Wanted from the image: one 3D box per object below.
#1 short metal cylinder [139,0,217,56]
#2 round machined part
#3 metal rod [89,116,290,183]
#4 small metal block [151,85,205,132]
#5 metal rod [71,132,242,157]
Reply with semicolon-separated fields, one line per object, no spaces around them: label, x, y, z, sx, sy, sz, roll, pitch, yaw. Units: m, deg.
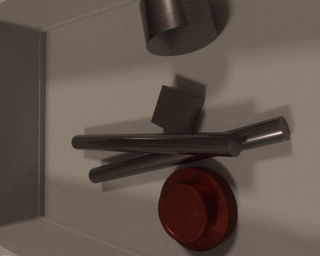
short metal cylinder;0.020;-0.121;0.353;0.080;0.081;0.050;-16;80;38
round machined part;0.036;0.096;0.364;0.098;0.042;0.097;0;90;39
metal rod;0.010;0.038;0.396;0.300;0.025;0.025;-18;79;38
small metal block;0.022;-0.021;0.387;0.050;0.025;0.050;28;108;36
metal rod;-0.031;0.020;0.410;0.300;0.025;0.025;-2;89;46
